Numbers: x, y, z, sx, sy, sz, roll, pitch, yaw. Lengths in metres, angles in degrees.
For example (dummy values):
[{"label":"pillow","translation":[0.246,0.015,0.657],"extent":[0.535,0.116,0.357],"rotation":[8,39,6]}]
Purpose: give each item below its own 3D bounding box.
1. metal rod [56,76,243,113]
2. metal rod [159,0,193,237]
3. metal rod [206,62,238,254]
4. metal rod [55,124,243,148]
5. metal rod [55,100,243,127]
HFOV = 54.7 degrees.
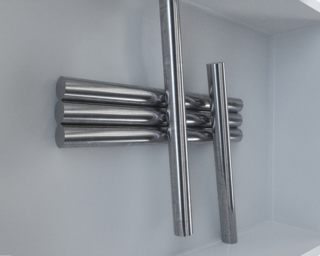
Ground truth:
[{"label":"metal rod","translation":[0.013,-0.039,0.418],"extent":[0.302,0.025,0.025],"rotation":[1,90,-40]},{"label":"metal rod","translation":[0.021,-0.013,0.391],"extent":[0.025,0.025,0.298],"rotation":[-7,94,-40]},{"label":"metal rod","translation":[0.095,0.054,0.461],"extent":[0.025,0.025,0.298],"rotation":[-20,110,-38]},{"label":"metal rod","translation":[0.012,0.010,0.417],"extent":[0.302,0.025,0.025],"rotation":[1,90,-40]},{"label":"metal rod","translation":[0.012,-0.015,0.417],"extent":[0.302,0.025,0.025],"rotation":[1,90,-40]}]
